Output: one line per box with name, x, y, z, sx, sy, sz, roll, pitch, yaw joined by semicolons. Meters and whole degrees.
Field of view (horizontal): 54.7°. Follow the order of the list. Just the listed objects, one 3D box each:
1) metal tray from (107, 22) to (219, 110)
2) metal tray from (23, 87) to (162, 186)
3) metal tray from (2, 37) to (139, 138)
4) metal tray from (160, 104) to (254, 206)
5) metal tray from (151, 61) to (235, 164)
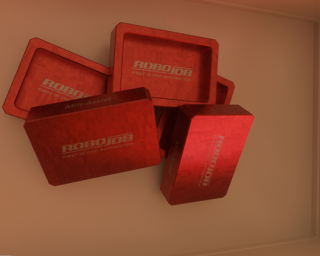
metal tray;0.005;-0.069;0.377;0.131;0.030;0.089;4;89;-20
metal tray;-0.069;0.011;0.345;0.131;0.030;0.089;-11;124;-5
metal tray;-0.102;-0.038;0.367;0.131;0.030;0.090;21;83;-19
metal tray;0.057;0.034;0.394;0.091;0.030;0.129;-2;119;-26
metal tray;0.041;-0.016;0.422;0.091;0.030;0.129;21;83;-19
